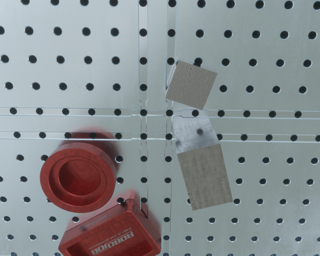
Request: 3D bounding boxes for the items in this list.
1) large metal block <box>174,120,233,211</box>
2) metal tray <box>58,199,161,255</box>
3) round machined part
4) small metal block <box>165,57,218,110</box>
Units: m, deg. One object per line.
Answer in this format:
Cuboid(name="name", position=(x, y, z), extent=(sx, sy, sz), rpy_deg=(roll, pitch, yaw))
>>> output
Cuboid(name="large metal block", position=(0.054, 0.045, 0.401), extent=(0.050, 0.080, 0.080), rpy_deg=(-14, 110, 5))
Cuboid(name="metal tray", position=(-0.075, 0.176, 0.474), extent=(0.130, 0.030, 0.090), rpy_deg=(-29, 108, 10))
Cuboid(name="round machined part", position=(-0.109, 0.064, 0.427), extent=(0.099, 0.042, 0.097), rpy_deg=(0, 110, 0))
Cuboid(name="small metal block", position=(0.038, -0.056, 0.393), extent=(0.050, 0.025, 0.050), rpy_deg=(17, 109, -7))
